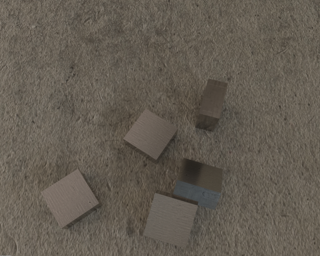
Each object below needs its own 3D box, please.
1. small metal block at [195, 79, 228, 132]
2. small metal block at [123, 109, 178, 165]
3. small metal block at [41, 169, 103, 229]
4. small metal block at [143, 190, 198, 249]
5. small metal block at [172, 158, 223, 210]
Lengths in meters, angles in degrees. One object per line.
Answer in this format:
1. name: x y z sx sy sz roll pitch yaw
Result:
1. small metal block: 0.067 -0.029 0.406 0.025 0.050 0.050 15 71 5
2. small metal block: -0.012 0.011 0.404 0.050 0.025 0.050 32 73 11
3. small metal block: -0.106 0.086 0.376 0.050 0.025 0.050 -33 73 -11
4. small metal block: 0.013 0.105 0.362 0.050 0.025 0.050 16 88 5
5. small metal block: 0.046 0.065 0.370 0.050 0.025 0.050 16 27 5
